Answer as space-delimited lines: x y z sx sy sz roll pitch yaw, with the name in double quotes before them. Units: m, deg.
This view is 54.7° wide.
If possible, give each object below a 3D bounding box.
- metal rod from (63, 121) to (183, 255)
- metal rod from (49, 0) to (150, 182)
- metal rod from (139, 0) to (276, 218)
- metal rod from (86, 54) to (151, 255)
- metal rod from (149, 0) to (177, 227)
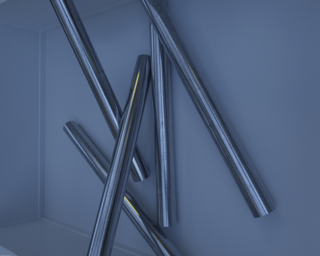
"metal rod" -0.064 0.084 0.447 0.300 0.025 0.025 44 116 34
"metal rod" -0.081 -0.065 0.390 0.025 0.025 0.299 -10 109 39
"metal rod" 0.044 -0.044 0.352 0.025 0.025 0.299 -35 74 34
"metal rod" -0.046 0.043 0.366 0.025 0.025 0.299 -8 61 39
"metal rod" 0.003 -0.026 0.402 0.025 0.025 0.298 -4 87 39
